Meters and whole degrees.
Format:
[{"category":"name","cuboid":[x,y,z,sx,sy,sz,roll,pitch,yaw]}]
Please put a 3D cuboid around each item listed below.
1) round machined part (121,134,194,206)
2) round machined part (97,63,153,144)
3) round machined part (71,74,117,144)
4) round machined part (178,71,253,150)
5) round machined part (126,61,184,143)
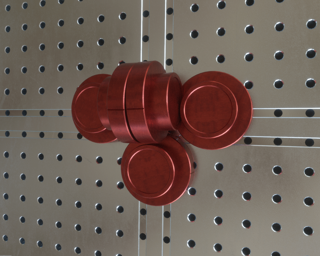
[{"category":"round machined part","cuboid":[-0.007,0.054,0.405,0.098,0.042,0.097,0,90,19]},{"category":"round machined part","cuboid":[-0.042,-0.030,0.381,0.042,0.098,0.097,1,91,20]},{"category":"round machined part","cuboid":[-0.083,-0.027,0.431,0.098,0.042,0.097,0,90,19]},{"category":"round machined part","cuboid":[0.062,-0.022,0.380,0.098,0.042,0.097,0,90,19]},{"category":"round machined part","cuboid":[0.000,-0.031,0.367,0.042,0.098,0.097,-1,90,20]}]
